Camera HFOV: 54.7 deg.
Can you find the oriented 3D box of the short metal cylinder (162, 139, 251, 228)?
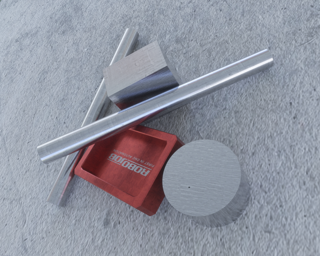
[{"bbox_3d":[0.050,0.059,0.325,0.080,0.050,0.080,-13,57,20],"label":"short metal cylinder"}]

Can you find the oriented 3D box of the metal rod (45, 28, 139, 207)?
[{"bbox_3d":[-0.094,-0.029,0.468,0.025,0.025,0.300,6,64,30],"label":"metal rod"}]

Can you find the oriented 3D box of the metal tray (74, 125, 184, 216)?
[{"bbox_3d":[-0.039,0.041,0.382,0.130,0.030,0.090,15,69,43],"label":"metal tray"}]

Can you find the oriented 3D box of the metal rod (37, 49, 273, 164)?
[{"bbox_3d":[-0.003,-0.027,0.380,0.301,0.025,0.025,-23,52,-3],"label":"metal rod"}]

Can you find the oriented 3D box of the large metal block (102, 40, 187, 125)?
[{"bbox_3d":[-0.017,-0.055,0.410,0.080,0.080,0.050,-26,53,11],"label":"large metal block"}]
